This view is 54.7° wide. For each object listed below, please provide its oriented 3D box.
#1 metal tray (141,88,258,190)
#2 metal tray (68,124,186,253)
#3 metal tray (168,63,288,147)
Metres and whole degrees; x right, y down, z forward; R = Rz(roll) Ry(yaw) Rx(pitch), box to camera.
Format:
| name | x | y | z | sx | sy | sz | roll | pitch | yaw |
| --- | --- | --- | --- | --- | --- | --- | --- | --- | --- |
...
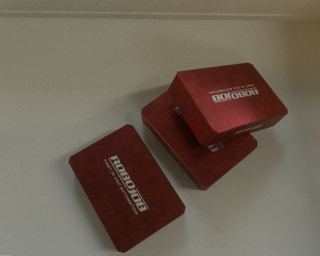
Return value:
| name | x | y | z | sx | sy | sz | roll | pitch | yaw |
| --- | --- | --- | --- | --- | --- | --- | --- | --- | --- |
| metal tray | 0.049 | 0.004 | 0.406 | 0.090 | 0.030 | 0.130 | -37 | 74 | -13 |
| metal tray | -0.041 | 0.071 | 0.381 | 0.090 | 0.030 | 0.130 | -31 | 73 | -11 |
| metal tray | 0.086 | -0.035 | 0.387 | 0.131 | 0.030 | 0.090 | -13 | 62 | -32 |
